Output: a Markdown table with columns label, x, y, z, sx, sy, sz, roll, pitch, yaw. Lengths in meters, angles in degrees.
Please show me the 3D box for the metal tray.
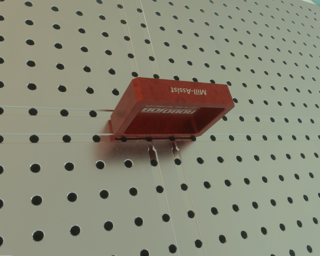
| label | x | y | z | sx | sy | sz | roll | pitch | yaw |
| --- | --- | --- | --- | --- | --- | --- | --- | --- | --- |
| metal tray | 0.015 | -0.021 | 0.386 | 0.131 | 0.090 | 0.030 | 0 | 62 | -28 |
